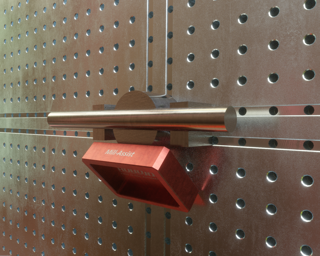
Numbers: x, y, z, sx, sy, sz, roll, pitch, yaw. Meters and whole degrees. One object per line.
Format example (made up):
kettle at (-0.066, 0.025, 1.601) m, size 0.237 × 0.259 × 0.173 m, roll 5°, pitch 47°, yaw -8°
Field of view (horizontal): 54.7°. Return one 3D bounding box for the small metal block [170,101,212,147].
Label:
small metal block at (0.037, -0.004, 0.363) m, size 0.025 × 0.050 × 0.050 m, roll -1°, pitch 90°, yaw 40°

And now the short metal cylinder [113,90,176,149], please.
short metal cylinder at (-0.017, -0.007, 0.407) m, size 0.080 × 0.050 × 0.080 m, roll 0°, pitch 90°, yaw 40°

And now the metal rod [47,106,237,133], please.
metal rod at (-0.049, -0.011, 0.384) m, size 0.300 × 0.025 × 0.025 m, roll 1°, pitch 91°, yaw 40°

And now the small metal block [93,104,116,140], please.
small metal block at (-0.070, -0.008, 0.451) m, size 0.025 × 0.050 × 0.050 m, roll -1°, pitch 90°, yaw 40°

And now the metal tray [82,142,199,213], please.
metal tray at (-0.027, 0.060, 0.392) m, size 0.130 × 0.090 × 0.030 m, roll 1°, pitch 48°, yaw 40°
